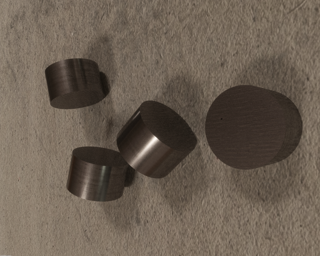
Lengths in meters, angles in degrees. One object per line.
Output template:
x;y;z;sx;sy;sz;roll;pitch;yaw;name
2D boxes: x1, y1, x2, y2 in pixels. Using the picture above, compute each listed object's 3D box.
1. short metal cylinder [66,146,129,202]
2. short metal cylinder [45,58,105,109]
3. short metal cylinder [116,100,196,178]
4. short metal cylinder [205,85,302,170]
-0.087;0.063;0.438;0.080;0.081;0.050;21;104;37;short metal cylinder
-0.130;-0.065;0.473;0.080;0.081;0.050;-22;76;37;short metal cylinder
-0.004;0.013;0.371;0.050;0.081;0.080;-49;62;29;short metal cylinder
0.093;-0.001;0.311;0.080;0.050;0.079;0;90;39;short metal cylinder
